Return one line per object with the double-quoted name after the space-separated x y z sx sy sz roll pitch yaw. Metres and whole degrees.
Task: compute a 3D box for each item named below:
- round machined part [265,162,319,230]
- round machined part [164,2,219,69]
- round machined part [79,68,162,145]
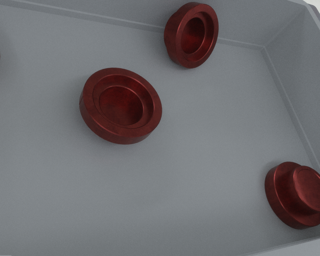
0.206 0.094 0.451 0.099 0.042 0.098 14 56 -21 "round machined part"
0.045 -0.146 0.487 0.099 0.097 0.042 -23 39 -37 "round machined part"
-0.051 -0.023 0.383 0.099 0.042 0.098 14 56 -21 "round machined part"
